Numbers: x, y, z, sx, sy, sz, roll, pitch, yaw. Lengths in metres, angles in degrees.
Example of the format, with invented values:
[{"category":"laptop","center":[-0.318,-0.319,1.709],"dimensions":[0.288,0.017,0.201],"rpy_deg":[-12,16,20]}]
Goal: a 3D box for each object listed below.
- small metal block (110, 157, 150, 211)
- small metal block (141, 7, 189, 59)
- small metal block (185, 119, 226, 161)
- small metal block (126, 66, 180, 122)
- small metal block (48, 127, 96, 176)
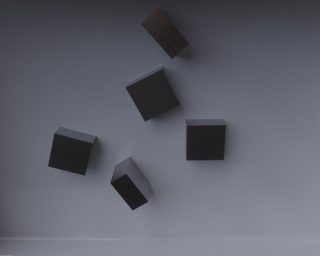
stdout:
[{"category":"small metal block","center":[-0.039,0.075,0.425],"dimensions":[0.025,0.050,0.050],"rpy_deg":[-32,107,11]},{"category":"small metal block","center":[0.006,-0.110,0.357],"dimensions":[0.025,0.050,0.050],"rpy_deg":[-40,105,13]},{"category":"small metal block","center":[0.060,0.016,0.417],"dimensions":[0.050,0.025,0.050],"rpy_deg":[-1,110,0]},{"category":"small metal block","center":[-0.008,-0.044,0.395],"dimensions":[0.050,0.025,0.050],"rpy_deg":[-26,108,9]},{"category":"small metal block","center":[-0.119,0.031,0.422],"dimensions":[0.050,0.025,0.050],"rpy_deg":[15,109,-6]}]
